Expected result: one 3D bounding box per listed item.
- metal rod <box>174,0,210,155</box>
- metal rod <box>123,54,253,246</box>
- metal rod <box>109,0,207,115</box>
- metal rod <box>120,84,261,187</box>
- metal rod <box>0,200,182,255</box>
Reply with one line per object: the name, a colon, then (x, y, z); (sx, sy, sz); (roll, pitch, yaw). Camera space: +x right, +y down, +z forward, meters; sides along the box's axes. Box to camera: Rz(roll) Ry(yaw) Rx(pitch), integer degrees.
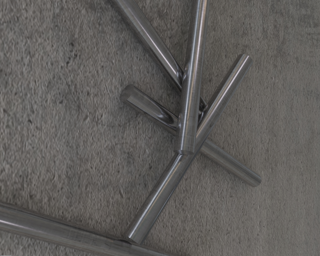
metal rod: (0.049, -0.112, 0.419); (0.025, 0.025, 0.299); (22, 68, -38)
metal rod: (0.048, 0.014, 0.411); (0.025, 0.025, 0.300); (47, 66, -30)
metal rod: (-0.015, -0.116, 0.391); (0.300, 0.025, 0.025); (50, 61, -29)
metal rod: (0.063, 0.025, 0.457); (0.301, 0.025, 0.025); (33, 70, -35)
metal rod: (-0.057, 0.136, 0.356); (0.301, 0.025, 0.025); (32, 70, -35)
